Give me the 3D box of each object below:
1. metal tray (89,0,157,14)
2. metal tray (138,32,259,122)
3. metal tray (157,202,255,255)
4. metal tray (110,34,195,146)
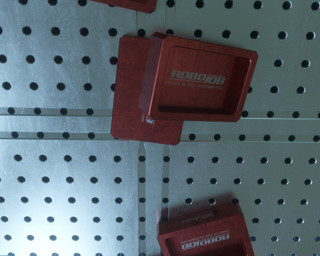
[{"bbox_3d":[-0.061,-0.186,0.341,0.131,0.030,0.089,11,110,-5],"label":"metal tray"},{"bbox_3d":[0.046,-0.055,0.360,0.131,0.030,0.089,1,111,-29],"label":"metal tray"},{"bbox_3d":[0.070,0.174,0.475,0.131,0.030,0.090,-17,110,5],"label":"metal tray"},{"bbox_3d":[-0.010,-0.047,0.393,0.091,0.030,0.129,8,110,-4],"label":"metal tray"}]
